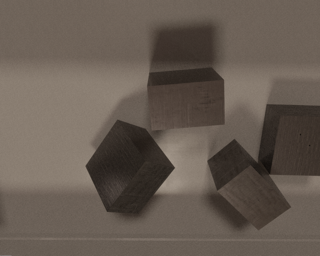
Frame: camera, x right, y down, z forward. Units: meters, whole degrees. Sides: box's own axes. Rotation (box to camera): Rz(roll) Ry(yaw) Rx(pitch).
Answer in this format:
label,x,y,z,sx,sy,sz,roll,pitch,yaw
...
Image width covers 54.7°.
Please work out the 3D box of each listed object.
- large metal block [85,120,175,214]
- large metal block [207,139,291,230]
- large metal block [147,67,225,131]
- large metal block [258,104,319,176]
label,x,y,z,sx,sy,sz,roll,pitch,yaw
large metal block,-0.041,0.049,0.392,0.050,0.080,0.080,20,113,-45
large metal block,0.114,0.072,0.410,0.050,0.080,0.080,-42,105,14
large metal block,0.029,-0.037,0.369,0.080,0.080,0.050,-5,110,1
large metal block,0.182,0.015,0.406,0.081,0.050,0.079,2,110,-1
